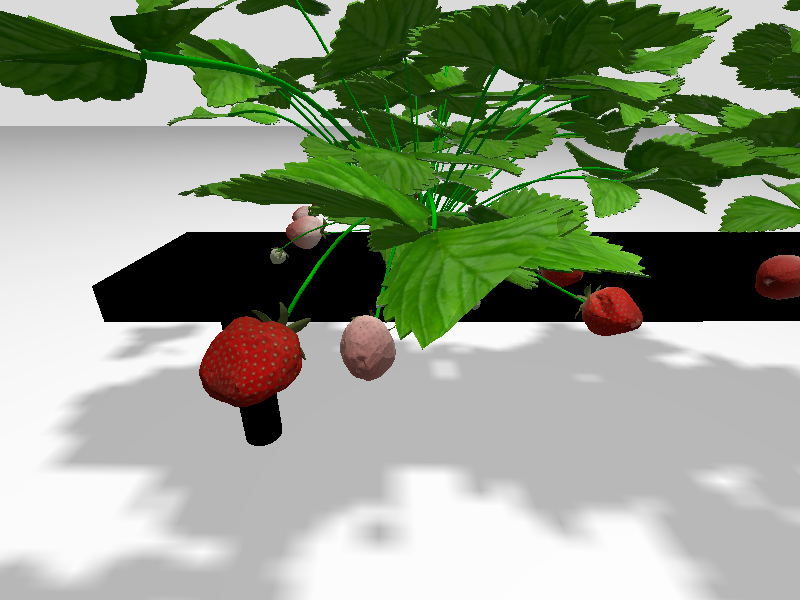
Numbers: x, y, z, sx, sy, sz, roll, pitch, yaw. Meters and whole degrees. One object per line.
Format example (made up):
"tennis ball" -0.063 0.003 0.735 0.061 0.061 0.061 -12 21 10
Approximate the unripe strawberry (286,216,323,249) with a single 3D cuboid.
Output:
"unripe strawberry" -0.088 -0.063 0.370 0.033 0.029 0.033 2 25 6

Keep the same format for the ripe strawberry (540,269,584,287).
"ripe strawberry" 0.116 -0.022 0.287 0.030 0.025 0.030 20 32 36

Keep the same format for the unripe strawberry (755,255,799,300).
"unripe strawberry" 0.257 -0.014 0.269 0.032 0.031 0.030 -12 28 -22

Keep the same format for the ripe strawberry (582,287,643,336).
"ripe strawberry" 0.118 0.008 0.222 0.031 0.028 0.028 -15 30 -29

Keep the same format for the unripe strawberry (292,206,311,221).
"unripe strawberry" -0.106 -0.091 0.437 0.026 0.022 0.026 2 22 36

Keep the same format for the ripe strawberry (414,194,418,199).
"ripe strawberry" 0.013 -0.159 0.573 0.033 0.035 0.036 -1 25 -1

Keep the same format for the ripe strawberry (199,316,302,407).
"ripe strawberry" -0.064 0.027 0.169 0.042 0.037 0.038 10 37 20

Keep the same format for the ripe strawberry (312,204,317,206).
"ripe strawberry" -0.104 -0.127 0.514 0.025 0.026 0.027 -17 30 -32

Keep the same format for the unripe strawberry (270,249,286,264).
"unripe strawberry" -0.102 -0.036 0.333 0.013 0.013 0.012 28 14 -26

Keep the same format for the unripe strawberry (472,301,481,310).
"unripe strawberry" 0.048 0.002 0.257 0.009 0.010 0.010 -6 26 -12

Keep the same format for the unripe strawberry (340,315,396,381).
"unripe strawberry" -0.016 0.024 0.186 0.026 0.030 0.029 4 33 9
